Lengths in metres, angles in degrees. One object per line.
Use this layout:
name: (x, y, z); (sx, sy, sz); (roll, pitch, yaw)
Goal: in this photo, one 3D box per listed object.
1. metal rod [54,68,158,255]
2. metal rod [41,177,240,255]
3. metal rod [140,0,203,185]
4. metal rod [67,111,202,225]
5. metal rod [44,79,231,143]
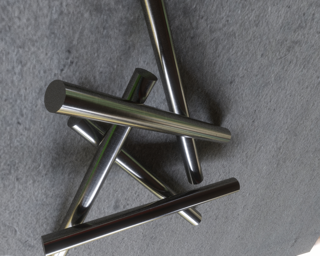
metal rod: (-0.080, 0.063, 0.377); (0.025, 0.025, 0.298); (11, 121, -34)
metal rod: (-0.008, 0.117, 0.440); (0.303, 0.025, 0.025); (-10, 123, -28)
metal rod: (0.022, -0.034, 0.398); (0.025, 0.025, 0.298); (-26, 128, -12)
metal rod: (-0.017, 0.073, 0.444); (0.025, 0.025, 0.300); (-42, 130, 1)
metal rod: (0.010, -0.006, 0.349); (0.302, 0.025, 0.025); (11, 114, -54)
